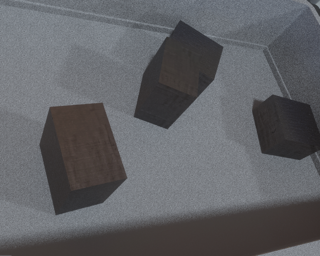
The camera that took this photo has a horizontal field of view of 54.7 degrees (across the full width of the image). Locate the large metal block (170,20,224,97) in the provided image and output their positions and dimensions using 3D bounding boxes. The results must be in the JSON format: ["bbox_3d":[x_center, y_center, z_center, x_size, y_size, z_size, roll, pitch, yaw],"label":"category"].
[{"bbox_3d":[0.044,-0.106,0.477,0.080,0.050,0.080,29,52,-10],"label":"large metal block"}]

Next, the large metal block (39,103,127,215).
[{"bbox_3d":[-0.081,0.031,0.308,0.050,0.080,0.080,-8,66,-32],"label":"large metal block"}]

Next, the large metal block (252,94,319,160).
[{"bbox_3d":[0.204,0.000,0.499,0.081,0.050,0.080,11,57,-23],"label":"large metal block"}]

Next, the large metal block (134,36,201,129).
[{"bbox_3d":[0.010,-0.058,0.410,0.050,0.080,0.080,20,54,-16],"label":"large metal block"}]
